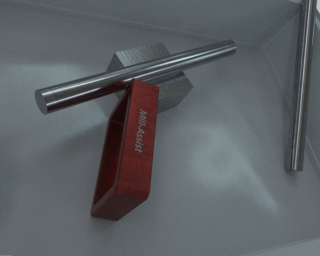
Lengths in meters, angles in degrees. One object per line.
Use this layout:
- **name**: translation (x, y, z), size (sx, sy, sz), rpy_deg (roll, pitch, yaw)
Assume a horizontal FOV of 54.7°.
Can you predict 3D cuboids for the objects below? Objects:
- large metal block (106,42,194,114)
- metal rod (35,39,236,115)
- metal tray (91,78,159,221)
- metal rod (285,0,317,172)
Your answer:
- **large metal block**: translation (-0.016, -0.063, 0.421), size (0.081, 0.050, 0.080), rpy_deg (-24, 75, -37)
- **metal rod**: translation (-0.003, -0.074, 0.386), size (0.302, 0.025, 0.025), rpy_deg (-24, 75, -37)
- **metal tray**: translation (-0.037, 0.023, 0.330), size (0.030, 0.090, 0.130), rpy_deg (18, 55, -19)
- **metal rod**: translation (0.232, -0.079, 0.505), size (0.025, 0.025, 0.299), rpy_deg (12, 81, -22)
